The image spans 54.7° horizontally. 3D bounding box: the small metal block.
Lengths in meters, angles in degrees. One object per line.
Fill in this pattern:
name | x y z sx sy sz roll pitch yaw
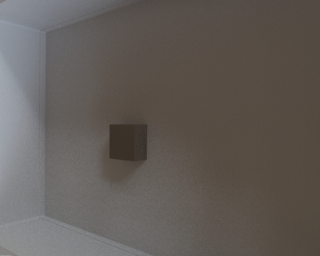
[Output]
small metal block | -0.046 0.020 0.442 0.050 0.025 0.050 1 91 39
